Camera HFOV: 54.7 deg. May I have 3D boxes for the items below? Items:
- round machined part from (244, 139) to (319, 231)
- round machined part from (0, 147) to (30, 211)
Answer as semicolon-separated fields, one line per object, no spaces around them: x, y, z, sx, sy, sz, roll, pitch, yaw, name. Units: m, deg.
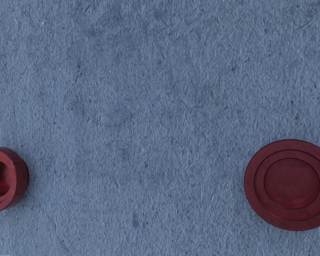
0.147;0.060;0.348;0.098;0.042;0.097;0;90;20;round machined part
-0.247;0.078;0.487;0.098;0.042;0.097;0;90;20;round machined part
